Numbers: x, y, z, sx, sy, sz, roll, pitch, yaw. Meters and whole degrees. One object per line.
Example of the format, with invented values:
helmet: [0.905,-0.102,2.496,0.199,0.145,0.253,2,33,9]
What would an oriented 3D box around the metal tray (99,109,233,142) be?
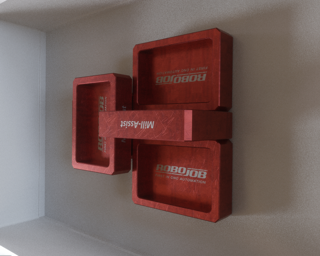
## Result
metal tray: [0.005,-0.004,0.356,0.130,0.091,0.030,1,91,39]

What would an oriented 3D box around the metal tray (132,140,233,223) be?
metal tray: [0.023,0.056,0.381,0.130,0.030,0.089,1,91,39]

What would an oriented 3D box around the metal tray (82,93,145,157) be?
metal tray: [-0.080,-0.003,0.463,0.130,0.030,0.089,1,90,39]

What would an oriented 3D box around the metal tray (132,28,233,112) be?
metal tray: [0.023,-0.064,0.381,0.130,0.030,0.089,1,91,39]

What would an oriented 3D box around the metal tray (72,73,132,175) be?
metal tray: [-0.081,-0.006,0.426,0.090,0.030,0.129,2,91,39]
